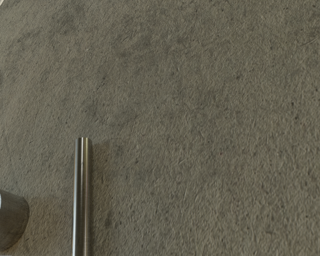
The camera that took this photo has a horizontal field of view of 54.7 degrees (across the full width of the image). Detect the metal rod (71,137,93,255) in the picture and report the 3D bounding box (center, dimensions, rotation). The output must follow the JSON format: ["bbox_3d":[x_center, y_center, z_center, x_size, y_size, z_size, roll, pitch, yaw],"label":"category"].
[{"bbox_3d":[-0.092,0.142,0.364,0.025,0.025,0.299,-20,54,16],"label":"metal rod"}]

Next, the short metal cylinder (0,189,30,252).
[{"bbox_3d":[-0.233,0.127,0.432,0.080,0.050,0.080,-13,56,21],"label":"short metal cylinder"}]
